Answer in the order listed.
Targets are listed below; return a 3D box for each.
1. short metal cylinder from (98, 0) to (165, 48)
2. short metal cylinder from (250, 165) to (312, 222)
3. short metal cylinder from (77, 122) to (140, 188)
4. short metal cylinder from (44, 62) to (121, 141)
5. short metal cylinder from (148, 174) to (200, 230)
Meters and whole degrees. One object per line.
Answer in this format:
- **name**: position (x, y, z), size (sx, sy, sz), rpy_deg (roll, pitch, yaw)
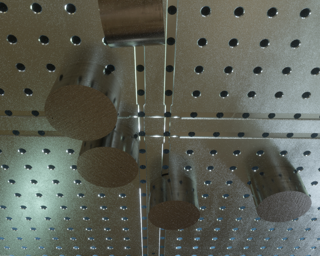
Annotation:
- **short metal cylinder**: position (-0.023, -0.114, 0.278), size (0.050, 0.080, 0.079), rpy_deg (-3, 130, 2)
- **short metal cylinder**: position (0.187, 0.104, 0.487), size (0.081, 0.050, 0.079), rpy_deg (0, 130, 0)
- **short metal cylinder**: position (-0.069, 0.037, 0.426), size (0.081, 0.050, 0.079), rpy_deg (0, 130, 0)
- **short metal cylinder**: position (-0.089, -0.031, 0.368), size (0.081, 0.050, 0.079), rpy_deg (-1, 130, 0)
- **short metal cylinder**: position (0.022, 0.120, 0.498), size (0.081, 0.050, 0.079), rpy_deg (0, 130, 0)
